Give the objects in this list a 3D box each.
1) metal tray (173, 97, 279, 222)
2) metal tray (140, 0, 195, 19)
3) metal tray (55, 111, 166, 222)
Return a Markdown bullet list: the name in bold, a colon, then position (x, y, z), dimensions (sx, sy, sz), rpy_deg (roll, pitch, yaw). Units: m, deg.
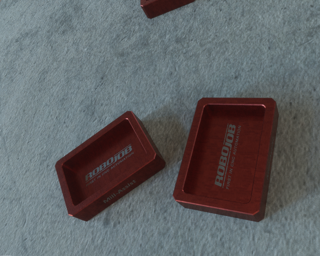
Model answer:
- **metal tray**: position (0.075, 0.028, 0.342), dimensions (0.090, 0.030, 0.130), rpy_deg (4, 63, 29)
- **metal tray**: position (0.012, -0.262, 0.553), dimensions (0.090, 0.030, 0.130), rpy_deg (-15, 56, 19)
- **metal tray**: position (-0.068, 0.048, 0.405), dimensions (0.130, 0.030, 0.090), rpy_deg (-35, 51, 4)
